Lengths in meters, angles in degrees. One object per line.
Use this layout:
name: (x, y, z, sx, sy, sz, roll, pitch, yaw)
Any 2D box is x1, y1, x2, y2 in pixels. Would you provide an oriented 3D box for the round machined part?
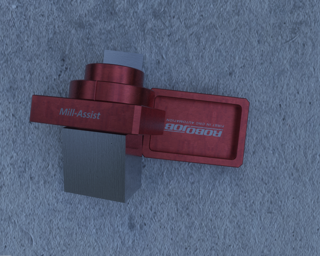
round machined part: (-0.054, -0.048, 0.363, 0.099, 0.098, 0.042, 6, 90, -1)

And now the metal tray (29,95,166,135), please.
metal tray: (-0.069, -0.014, 0.361, 0.130, 0.090, 0.030, 7, 91, 18)

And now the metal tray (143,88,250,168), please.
metal tray: (0.045, 0.000, 0.409, 0.131, 0.030, 0.089, 6, 90, -1)

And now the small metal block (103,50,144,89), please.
small metal block: (-0.049, -0.074, 0.411, 0.050, 0.025, 0.050, 7, 90, -1)

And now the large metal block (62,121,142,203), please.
large metal block: (-0.069, 0.038, 0.379, 0.080, 0.050, 0.079, 6, 103, 17)
